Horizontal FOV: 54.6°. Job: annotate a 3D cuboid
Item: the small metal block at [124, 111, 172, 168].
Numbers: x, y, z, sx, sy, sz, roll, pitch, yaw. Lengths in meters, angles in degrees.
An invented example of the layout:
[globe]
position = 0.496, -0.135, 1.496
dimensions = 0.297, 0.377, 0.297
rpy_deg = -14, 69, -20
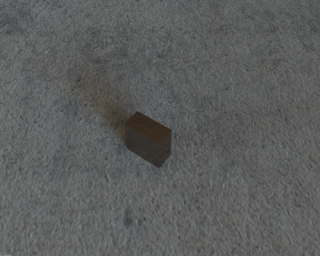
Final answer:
[small metal block]
position = -0.014, 0.015, 0.375
dimensions = 0.050, 0.050, 0.025
rpy_deg = 29, 56, 22
